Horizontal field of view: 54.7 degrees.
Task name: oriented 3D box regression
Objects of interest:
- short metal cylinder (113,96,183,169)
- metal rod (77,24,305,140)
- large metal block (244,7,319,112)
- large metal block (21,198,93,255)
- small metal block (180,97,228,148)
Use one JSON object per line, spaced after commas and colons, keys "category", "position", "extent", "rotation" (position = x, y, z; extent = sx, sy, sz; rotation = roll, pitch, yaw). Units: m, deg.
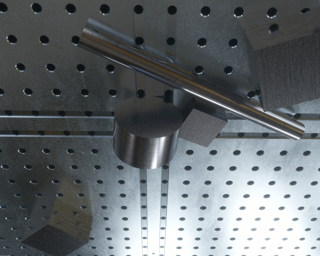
{"category": "short metal cylinder", "position": [-0.016, 0.004, 0.379], "extent": [0.081, 0.080, 0.050], "rotation": [5, 130, -5]}
{"category": "metal rod", "position": [0.052, -0.047, 0.372], "extent": [0.302, 0.025, 0.025], "rotation": [21, 127, -18]}
{"category": "large metal block", "position": [0.143, -0.072, 0.336], "extent": [0.080, 0.050, 0.080], "rotation": [-15, 129, 12]}
{"category": "large metal block", "position": [-0.179, 0.179, 0.545], "extent": [0.080, 0.050, 0.080], "rotation": [-36, 122, 26]}
{"category": "small metal block", "position": [0.052, -0.007, 0.407], "extent": [0.050, 0.025, 0.050], "rotation": [20, 127, -17]}
